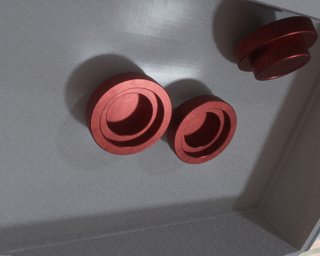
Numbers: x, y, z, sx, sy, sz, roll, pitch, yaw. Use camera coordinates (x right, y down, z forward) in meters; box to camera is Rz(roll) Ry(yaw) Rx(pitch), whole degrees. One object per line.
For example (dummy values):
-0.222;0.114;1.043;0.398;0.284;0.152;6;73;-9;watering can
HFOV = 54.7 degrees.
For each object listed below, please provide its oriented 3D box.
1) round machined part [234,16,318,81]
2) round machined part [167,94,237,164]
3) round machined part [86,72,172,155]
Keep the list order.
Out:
0.147;-0.092;0.388;0.099;0.042;0.098;-14;167;-3;round machined part
0.053;-0.002;0.428;0.099;0.042;0.097;-14;125;-21;round machined part
-0.039;-0.020;0.365;0.099;0.042;0.097;-14;125;-21;round machined part
